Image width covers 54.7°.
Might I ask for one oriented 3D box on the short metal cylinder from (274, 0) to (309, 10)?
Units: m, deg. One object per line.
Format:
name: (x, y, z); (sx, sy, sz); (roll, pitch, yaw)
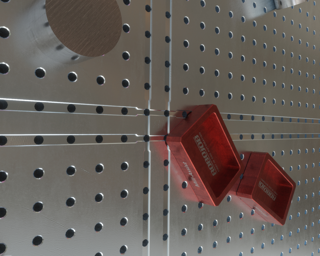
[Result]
short metal cylinder: (0.256, -0.264, 0.587); (0.081, 0.080, 0.050); (-35, 112, -34)

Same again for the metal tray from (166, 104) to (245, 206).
metal tray: (0.073, 0.041, 0.466); (0.090, 0.030, 0.130); (-44, 116, -31)

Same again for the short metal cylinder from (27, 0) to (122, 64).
short metal cylinder: (-0.087, -0.109, 0.320); (0.081, 0.050, 0.079); (0, 90, -40)

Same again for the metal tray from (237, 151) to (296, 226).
metal tray: (0.201, 0.113, 0.574); (0.130, 0.030, 0.090); (41, 65, -33)
